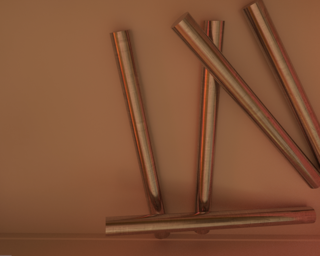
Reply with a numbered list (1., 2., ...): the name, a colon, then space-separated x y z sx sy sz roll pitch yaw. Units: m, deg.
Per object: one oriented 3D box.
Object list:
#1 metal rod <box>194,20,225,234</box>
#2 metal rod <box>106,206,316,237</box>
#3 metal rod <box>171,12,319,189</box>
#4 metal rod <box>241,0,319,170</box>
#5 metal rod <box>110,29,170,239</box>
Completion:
1. metal rod: 0.063 0.013 0.417 0.025 0.025 0.298 0 110 -1
2. metal rod: 0.077 0.129 0.434 0.302 0.025 0.025 0 111 -11
3. metal rod: 0.122 -0.020 0.388 0.025 0.025 0.300 -41 112 13
4. metal rod: 0.185 -0.025 0.404 0.025 0.025 0.299 -30 108 10
5. metal rod: -0.022 0.023 0.419 0.025 0.025 0.298 -9 110 3
